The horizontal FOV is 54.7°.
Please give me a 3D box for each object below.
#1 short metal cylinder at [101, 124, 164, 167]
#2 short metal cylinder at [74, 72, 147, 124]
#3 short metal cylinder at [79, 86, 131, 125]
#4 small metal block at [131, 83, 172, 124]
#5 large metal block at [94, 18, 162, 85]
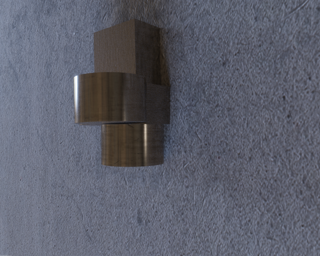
[{"bbox_3d":[-0.035,0.020,0.401,0.080,0.081,0.050,0,90,40],"label":"short metal cylinder"},{"bbox_3d":[-0.056,-0.031,0.352,0.080,0.081,0.050,-3,89,40],"label":"short metal cylinder"},{"bbox_3d":[-0.071,-0.030,0.430,0.080,0.081,0.050,-3,89,40],"label":"short metal cylinder"},{"bbox_3d":[-0.010,-0.030,0.401,0.025,0.050,0.050,1,91,40],"label":"small metal block"},{"bbox_3d":[-0.045,-0.095,0.429,0.080,0.050,0.080,-2,89,40],"label":"large metal block"}]
